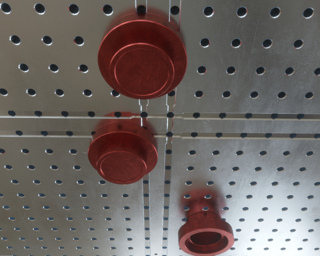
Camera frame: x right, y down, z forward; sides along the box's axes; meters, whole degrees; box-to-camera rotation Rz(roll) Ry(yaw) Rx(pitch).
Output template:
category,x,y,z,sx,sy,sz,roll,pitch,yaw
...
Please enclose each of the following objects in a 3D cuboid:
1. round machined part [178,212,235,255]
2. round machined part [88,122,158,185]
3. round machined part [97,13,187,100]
category,x,y,z,sx,sy,sz,roll,pitch,yaw
round machined part,0.082,0.189,0.562,0.099,0.042,0.097,0,130,0
round machined part,-0.052,0.042,0.436,0.099,0.042,0.097,0,130,0
round machined part,-0.019,-0.070,0.340,0.099,0.042,0.097,0,130,0
